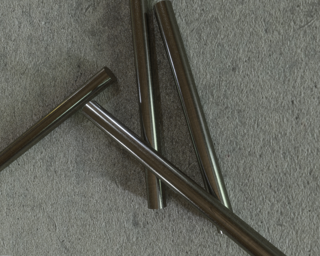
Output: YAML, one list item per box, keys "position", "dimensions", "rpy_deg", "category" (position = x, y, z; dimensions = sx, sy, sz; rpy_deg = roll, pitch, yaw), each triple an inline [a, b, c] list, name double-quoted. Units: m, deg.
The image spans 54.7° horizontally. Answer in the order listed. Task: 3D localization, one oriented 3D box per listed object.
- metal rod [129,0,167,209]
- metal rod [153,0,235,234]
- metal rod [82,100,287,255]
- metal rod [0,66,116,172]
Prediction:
- position: [-0.017, -0.044, 0.415]
  dimensions: [0.025, 0.025, 0.298]
  rpy_deg: [-6, 88, 20]
  category: "metal rod"
- position: [0.043, -0.018, 0.393]
  dimensions: [0.025, 0.025, 0.299]
  rpy_deg: [-17, 84, 19]
  category: "metal rod"
- position: [0.019, 0.062, 0.374]
  dimensions: [0.300, 0.025, 0.025]
  rpy_deg: [38, 102, 16]
  category: "metal rod"
- position: [-0.188, 0.006, 0.475]
  dimensions: [0.300, 0.025, 0.025]
  rpy_deg: [-35, 79, 16]
  category: "metal rod"
